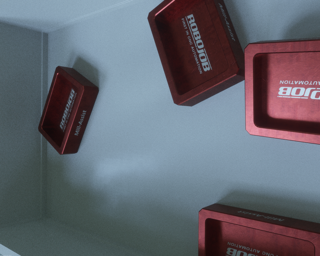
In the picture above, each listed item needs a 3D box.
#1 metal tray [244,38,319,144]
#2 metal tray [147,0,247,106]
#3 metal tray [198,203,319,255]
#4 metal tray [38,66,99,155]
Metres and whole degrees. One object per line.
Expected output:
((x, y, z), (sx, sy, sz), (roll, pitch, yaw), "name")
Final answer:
((0.141, -0.032, 0.270), (0.130, 0.030, 0.089), (9, 112, 39), "metal tray")
((0.042, -0.101, 0.369), (0.090, 0.030, 0.129), (-26, 74, 37), "metal tray")
((0.102, 0.135, 0.318), (0.130, 0.030, 0.089), (1, 91, 40), "metal tray")
((-0.162, -0.030, 0.537), (0.090, 0.030, 0.129), (37, 112, 34), "metal tray")
